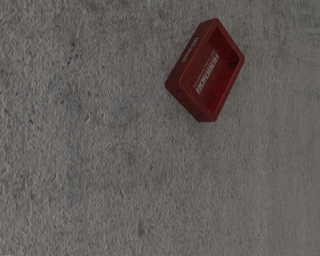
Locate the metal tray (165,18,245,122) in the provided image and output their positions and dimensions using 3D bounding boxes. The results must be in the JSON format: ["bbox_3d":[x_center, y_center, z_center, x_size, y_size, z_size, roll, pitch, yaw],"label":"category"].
[{"bbox_3d":[0.071,-0.084,0.459,0.090,0.030,0.130,43,64,-31],"label":"metal tray"}]
